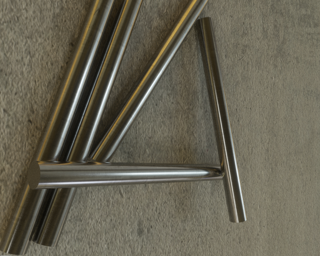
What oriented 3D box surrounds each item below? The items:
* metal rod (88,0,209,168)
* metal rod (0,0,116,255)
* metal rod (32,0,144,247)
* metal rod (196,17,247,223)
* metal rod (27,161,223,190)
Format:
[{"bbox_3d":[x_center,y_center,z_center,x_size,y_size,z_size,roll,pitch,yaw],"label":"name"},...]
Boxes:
[{"bbox_3d":[-0.003,-0.081,0.401,0.025,0.025,0.300,44,63,-31],"label":"metal rod"},{"bbox_3d":[-0.098,-0.026,0.322,0.025,0.025,0.299,26,74,-37],"label":"metal rod"},{"bbox_3d":[-0.073,-0.025,0.343,0.025,0.025,0.299,27,73,-37],"label":"metal rod"},{"bbox_3d":[0.090,-0.012,0.456,0.025,0.025,0.298,-9,89,-40],"label":"metal rod"},{"bbox_3d":[-0.006,0.055,0.379,0.302,0.025,0.025,8,85,-46],"label":"metal rod"}]
